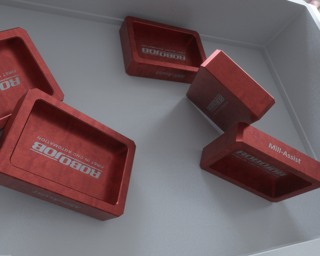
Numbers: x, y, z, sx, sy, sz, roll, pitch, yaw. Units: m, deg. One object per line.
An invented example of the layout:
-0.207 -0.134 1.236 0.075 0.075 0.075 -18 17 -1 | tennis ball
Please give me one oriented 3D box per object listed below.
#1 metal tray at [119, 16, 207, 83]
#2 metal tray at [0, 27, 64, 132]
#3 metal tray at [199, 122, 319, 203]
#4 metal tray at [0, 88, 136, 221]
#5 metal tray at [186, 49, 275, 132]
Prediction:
0.008 -0.119 0.480 0.131 0.030 0.090 3 60 -27 | metal tray
-0.173 -0.040 0.306 0.131 0.030 0.090 -38 103 -45 | metal tray
0.130 0.050 0.405 0.131 0.090 0.030 26 55 -12 | metal tray
-0.089 0.030 0.311 0.131 0.030 0.090 32 50 -31 | metal tray
0.085 -0.040 0.409 0.090 0.130 0.030 44 81 4 | metal tray
